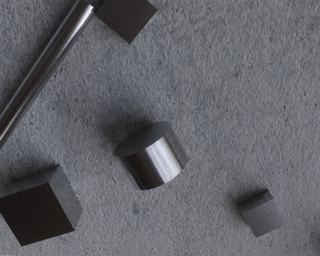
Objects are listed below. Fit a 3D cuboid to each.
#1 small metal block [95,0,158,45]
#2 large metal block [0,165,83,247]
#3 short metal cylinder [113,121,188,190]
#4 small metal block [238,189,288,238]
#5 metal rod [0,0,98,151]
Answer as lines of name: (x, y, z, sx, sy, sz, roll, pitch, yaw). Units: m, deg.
small metal block: (-0.038, -0.134, 0.360, 0.050, 0.025, 0.050, 39, 105, -13)
large metal block: (-0.167, 0.108, 0.435, 0.080, 0.050, 0.080, -18, 109, 6)
short metal cylinder: (-0.012, 0.033, 0.393, 0.080, 0.080, 0.050, -26, 108, 9)
small metal block: (0.151, 0.127, 0.458, 0.050, 0.025, 0.050, -28, 108, 10)
metal rod: (-0.176, -0.035, 0.395, 0.025, 0.025, 0.299, 37, 106, -13)
